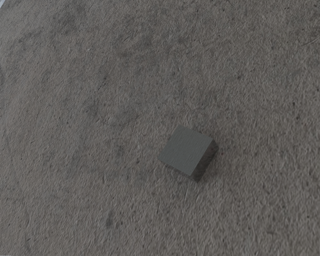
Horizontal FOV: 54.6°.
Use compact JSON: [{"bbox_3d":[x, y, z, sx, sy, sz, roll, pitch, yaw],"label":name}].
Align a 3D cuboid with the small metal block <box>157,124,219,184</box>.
[{"bbox_3d":[0.034,0.030,0.369,0.050,0.025,0.050,24,75,36],"label":"small metal block"}]
